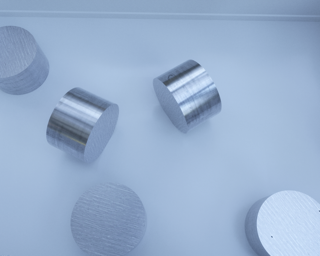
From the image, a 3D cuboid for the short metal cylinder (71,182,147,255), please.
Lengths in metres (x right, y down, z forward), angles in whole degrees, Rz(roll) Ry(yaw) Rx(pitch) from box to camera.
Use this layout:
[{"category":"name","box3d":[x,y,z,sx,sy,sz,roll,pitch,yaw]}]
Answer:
[{"category":"short metal cylinder","box3d":[-0.056,0.107,0.357,0.081,0.050,0.080,0,70,0]}]

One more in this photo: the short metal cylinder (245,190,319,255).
[{"category":"short metal cylinder","box3d":[0.144,0.116,0.356,0.081,0.050,0.080,0,70,0]}]

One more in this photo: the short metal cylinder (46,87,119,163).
[{"category":"short metal cylinder","box3d":[-0.092,-0.004,0.381,0.050,0.080,0.080,25,72,8]}]

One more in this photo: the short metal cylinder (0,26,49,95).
[{"category":"short metal cylinder","box3d":[-0.202,-0.092,0.428,0.081,0.050,0.080,0,70,0]}]

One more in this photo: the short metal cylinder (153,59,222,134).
[{"category":"short metal cylinder","box3d":[0.033,-0.040,0.395,0.050,0.080,0.080,-31,73,-11]}]
